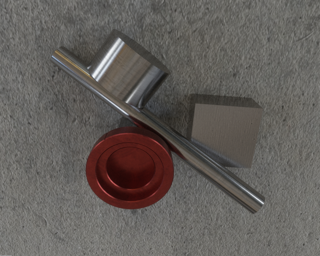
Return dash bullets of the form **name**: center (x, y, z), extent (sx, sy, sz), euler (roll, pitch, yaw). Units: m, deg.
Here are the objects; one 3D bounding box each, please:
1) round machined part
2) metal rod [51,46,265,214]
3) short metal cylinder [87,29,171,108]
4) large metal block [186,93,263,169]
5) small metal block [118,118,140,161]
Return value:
- **round machined part**: center (-0.034, 0.043, 0.365), extent (0.099, 0.042, 0.097), euler (0, 112, -1)
- **metal rod**: center (-0.004, 0.001, 0.372), extent (0.301, 0.025, 0.025), euler (37, 106, 2)
- **short metal cylinder**: center (-0.035, -0.068, 0.356), extent (0.080, 0.080, 0.050), euler (36, 106, -13)
- **large metal block**: center (0.078, 0.003, 0.400), extent (0.081, 0.050, 0.079), euler (4, 110, -2)
- **small metal block**: center (-0.038, 0.016, 0.404), extent (0.025, 0.050, 0.050), euler (-2, 110, 0)
